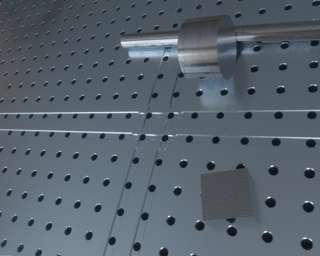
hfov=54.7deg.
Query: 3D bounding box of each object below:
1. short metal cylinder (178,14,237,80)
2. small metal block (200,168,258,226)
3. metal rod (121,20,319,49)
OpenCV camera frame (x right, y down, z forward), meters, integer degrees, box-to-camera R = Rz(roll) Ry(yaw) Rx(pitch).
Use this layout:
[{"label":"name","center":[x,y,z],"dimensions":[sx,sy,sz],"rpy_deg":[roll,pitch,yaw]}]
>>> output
[{"label":"short metal cylinder","center":[0.063,-0.103,0.402],"dimensions":[0.050,0.080,0.080],"rpy_deg":[4,64,29]},{"label":"small metal block","center":[0.072,0.073,0.325],"dimensions":[0.050,0.025,0.050],"rpy_deg":[-12,57,21]},{"label":"metal rod","center":[0.070,-0.133,0.452],"dimensions":[0.300,0.025,0.025],"rpy_deg":[6,65,30]}]
